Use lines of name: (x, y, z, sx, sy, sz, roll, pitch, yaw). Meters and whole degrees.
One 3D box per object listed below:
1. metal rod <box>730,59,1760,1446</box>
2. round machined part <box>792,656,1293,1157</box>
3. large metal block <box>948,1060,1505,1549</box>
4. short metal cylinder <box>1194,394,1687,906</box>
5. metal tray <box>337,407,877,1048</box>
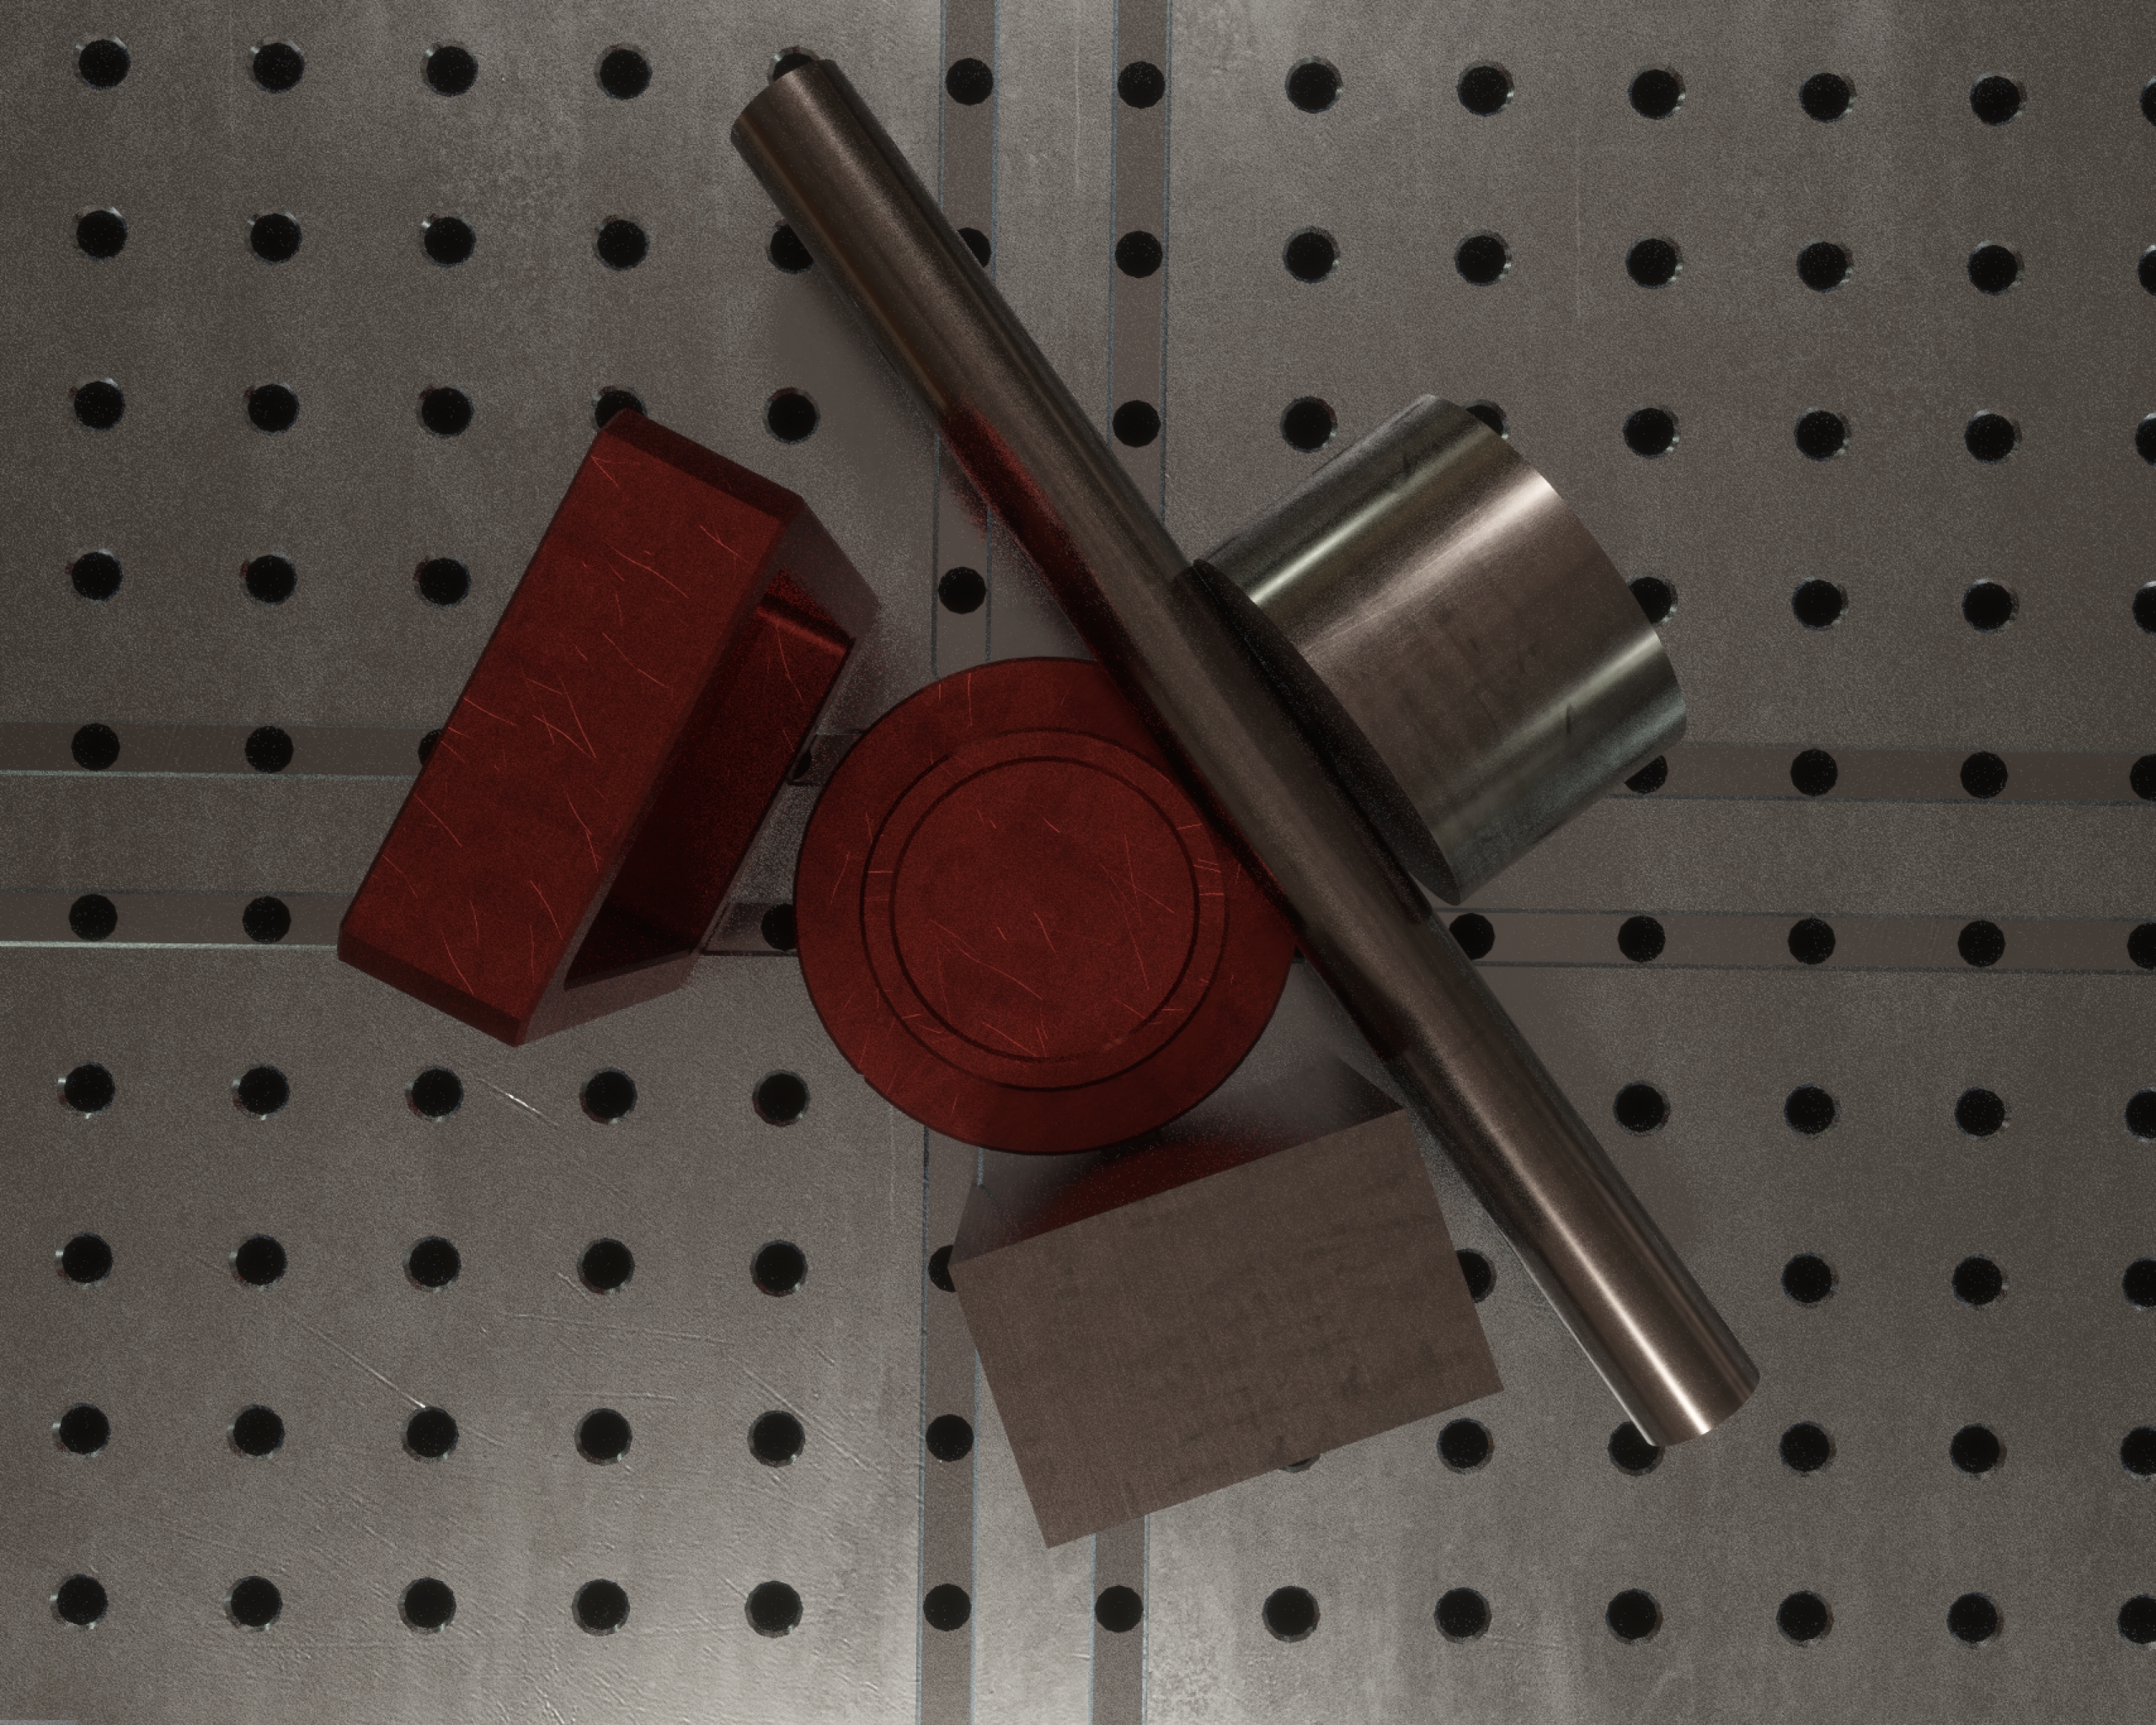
metal rod: (0.032, -0.020, 0.393, 0.025, 0.025, 0.299, -35, 90, 0)
round machined part: (-0.006, 0.009, 0.404, 0.099, 0.042, 0.097, 0, 90, -1)
large metal block: (0.024, 0.077, 0.386, 0.080, 0.080, 0.050, -19, 90, 0)
short metal cylinder: (0.066, -0.039, 0.386, 0.050, 0.080, 0.080, -37, 90, 0)
metal tray: (-0.073, -0.020, 0.360, 0.030, 0.130, 0.090, 27, 90, 0)
